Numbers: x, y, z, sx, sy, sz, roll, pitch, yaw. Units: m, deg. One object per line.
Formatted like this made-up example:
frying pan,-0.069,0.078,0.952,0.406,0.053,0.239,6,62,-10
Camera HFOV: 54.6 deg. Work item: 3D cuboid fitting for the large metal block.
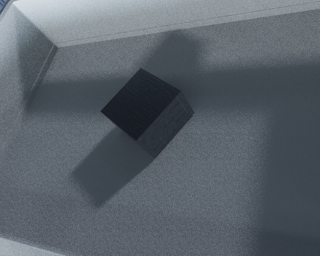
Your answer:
large metal block,-0.017,-0.021,0.408,0.080,0.050,0.080,-48,52,-7
